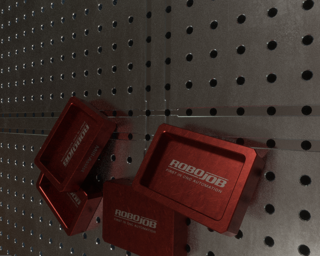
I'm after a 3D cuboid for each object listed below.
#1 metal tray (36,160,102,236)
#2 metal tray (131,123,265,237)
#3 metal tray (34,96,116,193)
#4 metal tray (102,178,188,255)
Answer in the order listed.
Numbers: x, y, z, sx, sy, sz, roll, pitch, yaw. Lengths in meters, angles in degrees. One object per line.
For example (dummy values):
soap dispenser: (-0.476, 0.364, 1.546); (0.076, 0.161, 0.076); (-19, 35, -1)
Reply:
metal tray: (-0.161, 0.107, 0.535); (0.130, 0.030, 0.089); (41, 115, 32)
metal tray: (0.039, 0.053, 0.350); (0.130, 0.030, 0.090); (17, 77, 38)
metal tray: (-0.137, 0.025, 0.492); (0.090, 0.030, 0.130); (35, 95, 32)
metal tray: (-0.025, 0.123, 0.424); (0.130, 0.030, 0.089); (2, 92, 39)
